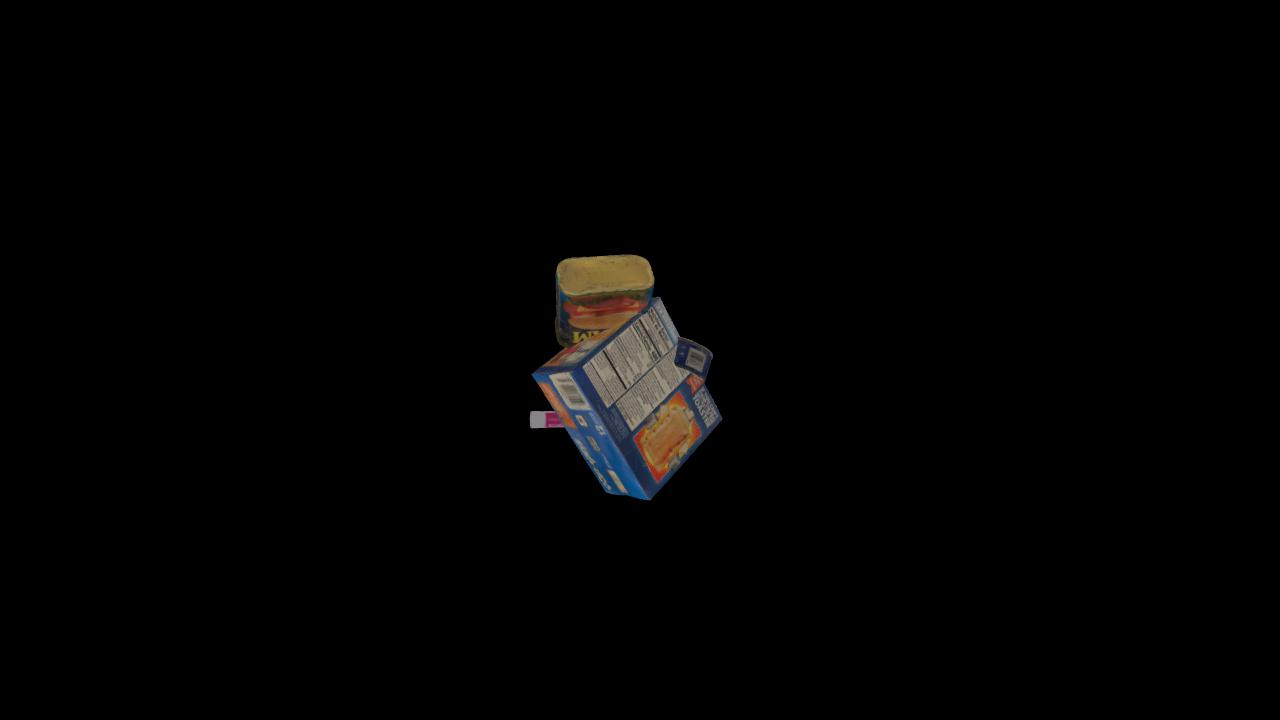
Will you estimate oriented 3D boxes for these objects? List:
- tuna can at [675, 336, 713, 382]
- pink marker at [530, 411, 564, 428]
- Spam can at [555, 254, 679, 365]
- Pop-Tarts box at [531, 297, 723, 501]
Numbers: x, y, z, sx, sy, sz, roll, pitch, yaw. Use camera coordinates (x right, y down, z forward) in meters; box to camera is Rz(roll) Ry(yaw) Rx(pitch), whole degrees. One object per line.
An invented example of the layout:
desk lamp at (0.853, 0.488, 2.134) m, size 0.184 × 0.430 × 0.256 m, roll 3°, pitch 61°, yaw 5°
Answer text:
tuna can at (0.039, -0.001, 0.699) m, size 0.084 × 0.034 × 0.084 m, roll 16°, pitch -12°, yaw 4°
pink marker at (-0.060, 0.065, 0.680) m, size 0.121 × 0.020 × 0.020 m, roll 1°, pitch 0°, yaw -15°
Spam can at (-0.038, -0.061, 0.644) m, size 0.101 × 0.058 × 0.085 m, roll -6°, pitch -37°, yaw -12°
Pop-Tarts box at (-0.009, 0.041, 0.671) m, size 0.083 × 0.167 × 0.141 m, roll -1°, pitch 34°, yaw 51°
